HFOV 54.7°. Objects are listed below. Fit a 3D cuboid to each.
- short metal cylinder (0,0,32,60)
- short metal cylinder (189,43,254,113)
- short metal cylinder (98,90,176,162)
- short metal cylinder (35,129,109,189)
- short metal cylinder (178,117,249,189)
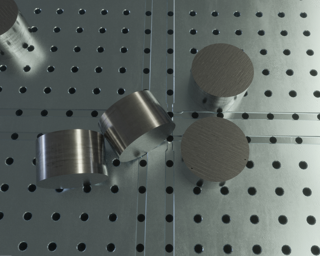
[{"bbox_3d":[-0.237,-0.147,0.450,0.081,0.050,0.080,0,70,0],"label":"short metal cylinder"},{"bbox_3d":[0.081,-0.067,0.423,0.081,0.050,0.080,0,70,0],"label":"short metal cylinder"},{"bbox_3d":[-0.028,-0.001,0.383,0.080,0.080,0.050,-31,73,-11],"label":"short metal cylinder"},{"bbox_3d":[-0.104,0.039,0.367,0.081,0.080,0.050,-8,70,-3],"label":"short metal cylinder"},{"bbox_3d":[0.065,0.032,0.387,0.081,0.050,0.080,0,70,0],"label":"short metal cylinder"}]
